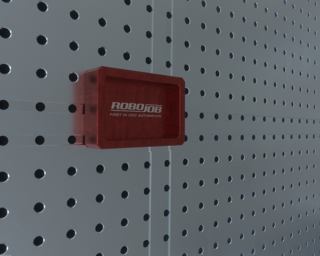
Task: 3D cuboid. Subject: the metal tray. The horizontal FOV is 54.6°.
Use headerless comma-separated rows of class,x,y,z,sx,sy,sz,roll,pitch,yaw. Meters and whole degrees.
metal tray,-0.026,-0.022,0.382,0.131,0.030,0.090,0,90,-40
